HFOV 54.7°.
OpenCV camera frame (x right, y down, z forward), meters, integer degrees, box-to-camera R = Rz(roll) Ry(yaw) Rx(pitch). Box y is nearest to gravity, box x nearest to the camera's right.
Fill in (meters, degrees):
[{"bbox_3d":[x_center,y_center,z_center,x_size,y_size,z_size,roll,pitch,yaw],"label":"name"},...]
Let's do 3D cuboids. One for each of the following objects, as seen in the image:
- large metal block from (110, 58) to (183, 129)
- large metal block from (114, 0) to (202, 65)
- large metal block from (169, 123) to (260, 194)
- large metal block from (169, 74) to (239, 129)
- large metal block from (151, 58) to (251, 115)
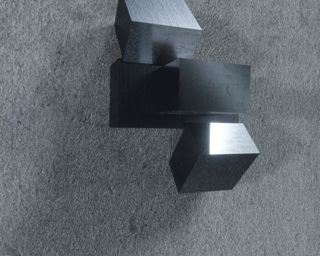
[{"bbox_3d":[-0.018,-0.040,0.389,0.081,0.050,0.079,1,90,-21],"label":"large metal block"},{"bbox_3d":[-0.006,-0.121,0.373,0.081,0.050,0.080,1,46,-20],"label":"large metal block"},{"bbox_3d":[0.066,0.039,0.400,0.081,0.079,0.050,0,46,-21],"label":"large metal block"},{"bbox_3d":[0.058,-0.040,0.418,0.081,0.050,0.079,1,90,-21],"label":"large metal block"},{"bbox_3d":[0.042,-0.041,0.345,0.081,0.080,0.050,1,90,-20],"label":"large metal block"}]
